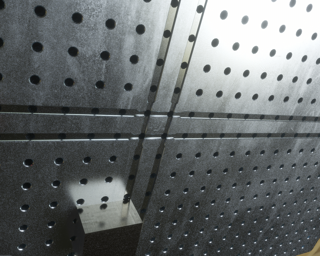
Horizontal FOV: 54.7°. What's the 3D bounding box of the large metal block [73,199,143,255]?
[{"bbox_3d":[-0.078,0.156,0.449,0.081,0.050,0.079,-2,119,-28],"label":"large metal block"}]
